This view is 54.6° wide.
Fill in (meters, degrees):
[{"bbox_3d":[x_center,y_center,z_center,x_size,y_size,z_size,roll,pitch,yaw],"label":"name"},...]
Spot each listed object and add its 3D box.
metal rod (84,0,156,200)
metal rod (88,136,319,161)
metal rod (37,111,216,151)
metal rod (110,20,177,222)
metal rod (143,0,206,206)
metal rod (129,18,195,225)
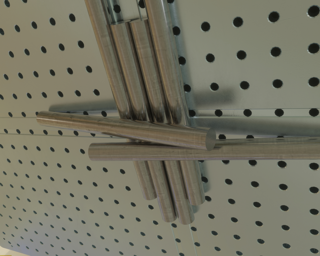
[{"bbox_3d":[-0.045,-0.027,0.418,0.025,0.025,0.298,1,119,28],"label":"metal rod"},{"bbox_3d":[0.050,0.027,0.375,0.301,0.025,0.025,-2,118,19],"label":"metal rod"},{"bbox_3d":[-0.067,-0.002,0.416,0.300,0.025,0.025,7,122,35],"label":"metal rod"},{"bbox_3d":[-0.015,0.009,0.424,0.025,0.025,0.298,1,119,28],"label":"metal rod"},{"bbox_3d":[0.021,-0.028,0.382,0.025,0.025,0.298,1,119,28],"label":"metal rod"},{"bbox_3d":[0.009,0.009,0.414,0.025,0.025,0.298,1,119,28],"label":"metal rod"}]
